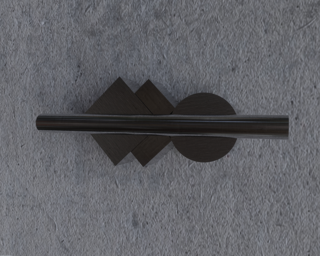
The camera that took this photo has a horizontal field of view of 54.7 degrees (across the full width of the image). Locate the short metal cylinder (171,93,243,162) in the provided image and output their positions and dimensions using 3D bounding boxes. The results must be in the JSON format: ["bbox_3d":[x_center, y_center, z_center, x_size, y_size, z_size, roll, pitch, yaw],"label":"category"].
[{"bbox_3d":[0.057,-0.001,0.376,0.080,0.050,0.080,0,90,20],"label":"short metal cylinder"}]

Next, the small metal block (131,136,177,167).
[{"bbox_3d":[-0.002,0.022,0.399,0.050,0.050,0.025,-44,77,15],"label":"small metal block"}]

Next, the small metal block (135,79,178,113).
[{"bbox_3d":[0.002,-0.033,0.397,0.025,0.050,0.050,-44,77,15],"label":"small metal block"}]

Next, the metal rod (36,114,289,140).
[{"bbox_3d":[-0.014,-0.004,0.360,0.301,0.025,0.025,1,91,19],"label":"metal rod"}]

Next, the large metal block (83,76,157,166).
[{"bbox_3d":[-0.045,-0.009,0.411,0.080,0.050,0.080,-44,77,14],"label":"large metal block"}]
